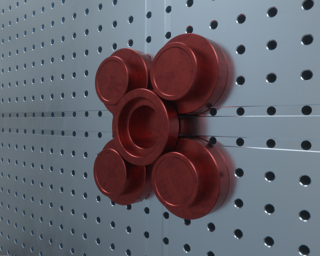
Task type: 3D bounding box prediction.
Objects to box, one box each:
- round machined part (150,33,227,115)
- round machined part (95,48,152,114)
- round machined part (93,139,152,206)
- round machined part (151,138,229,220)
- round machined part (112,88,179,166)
[{"bbox_3d":[0.027,-0.065,0.374,0.098,0.042,0.097,0,90,39],"label":"round machined part"},{"bbox_3d":[-0.055,-0.065,0.440,0.098,0.042,0.097,0,90,39],"label":"round machined part"},{"bbox_3d":[-0.058,0.062,0.444,0.098,0.042,0.097,0,90,39],"label":"round machined part"},{"bbox_3d":[0.028,0.061,0.372,0.098,0.042,0.097,0,90,39],"label":"round machined part"},{"bbox_3d":[-0.014,-0.001,0.406,0.098,0.042,0.097,0,90,39],"label":"round machined part"}]
